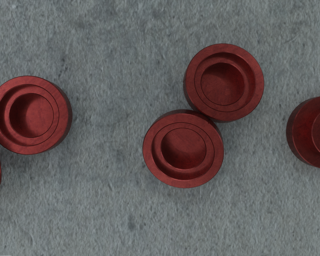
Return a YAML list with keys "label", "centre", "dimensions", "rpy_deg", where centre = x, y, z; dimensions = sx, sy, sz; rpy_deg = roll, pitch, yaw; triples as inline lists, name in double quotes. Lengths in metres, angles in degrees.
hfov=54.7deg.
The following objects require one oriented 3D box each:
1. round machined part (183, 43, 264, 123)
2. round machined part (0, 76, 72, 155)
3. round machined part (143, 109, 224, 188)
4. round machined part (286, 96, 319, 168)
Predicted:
- label: "round machined part"
  centre: [0.078, -0.054, 0.398]
  dimensions: [0.099, 0.042, 0.097]
  rpy_deg: [1, 83, -5]
- label: "round machined part"
  centre: [-0.162, -0.016, 0.399]
  dimensions: [0.099, 0.042, 0.097]
  rpy_deg: [0, 90, -1]
- label: "round machined part"
  centre: [0.031, 0.023, 0.392]
  dimensions: [0.098, 0.042, 0.097]
  rpy_deg: [3, 109, 9]
- label: "round machined part"
  centre: [0.222, 0.006, 0.405]
  dimensions: [0.099, 0.042, 0.097]
  rpy_deg: [0, 90, -1]
